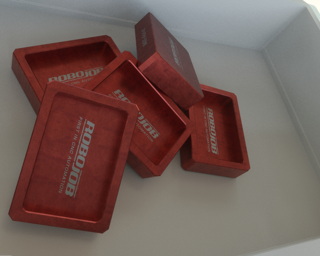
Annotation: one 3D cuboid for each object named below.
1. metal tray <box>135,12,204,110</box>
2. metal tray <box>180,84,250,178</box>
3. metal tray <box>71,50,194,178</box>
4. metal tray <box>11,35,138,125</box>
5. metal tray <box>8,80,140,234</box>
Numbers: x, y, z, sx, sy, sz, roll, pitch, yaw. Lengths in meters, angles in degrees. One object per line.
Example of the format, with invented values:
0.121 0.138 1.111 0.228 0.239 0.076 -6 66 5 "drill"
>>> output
0.010 -0.093 0.420 0.090 0.030 0.130 38 27 -32 "metal tray"
0.073 0.001 0.441 0.091 0.030 0.130 12 57 -22 "metal tray"
-0.028 -0.015 0.368 0.130 0.030 0.090 48 56 -14 "metal tray"
-0.101 -0.065 0.386 0.131 0.030 0.090 -23 74 -36 "metal tray"
-0.081 0.029 0.303 0.091 0.030 0.129 16 84 -19 "metal tray"
